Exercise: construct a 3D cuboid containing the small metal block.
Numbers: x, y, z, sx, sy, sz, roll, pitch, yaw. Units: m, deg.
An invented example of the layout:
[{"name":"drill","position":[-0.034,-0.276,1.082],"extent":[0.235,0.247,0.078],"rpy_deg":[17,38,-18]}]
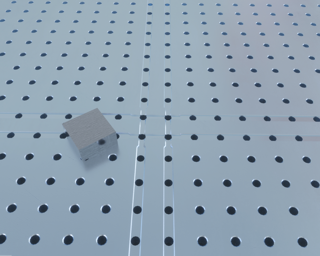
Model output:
[{"name":"small metal block","position":[-0.090,0.008,0.400],"extent":[0.050,0.025,0.050],"rpy_deg":[-28,56,-22]}]
